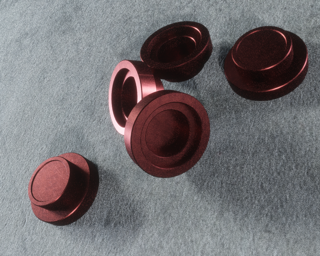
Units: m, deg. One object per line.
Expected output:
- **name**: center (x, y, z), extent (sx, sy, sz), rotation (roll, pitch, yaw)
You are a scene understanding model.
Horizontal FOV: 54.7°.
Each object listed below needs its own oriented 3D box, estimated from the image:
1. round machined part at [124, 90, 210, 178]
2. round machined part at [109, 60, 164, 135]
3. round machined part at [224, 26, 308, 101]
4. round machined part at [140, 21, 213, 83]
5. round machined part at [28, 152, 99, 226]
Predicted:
- **round machined part**: center (0.005, 0.004, 0.356), extent (0.098, 0.098, 0.042), rotation (-50, 29, -7)
- **round machined part**: center (-0.029, -0.039, 0.409), extent (0.098, 0.042, 0.097), rotation (6, 97, 57)
- **round machined part**: center (0.127, -0.085, 0.378), extent (0.098, 0.042, 0.098), rotation (-13, 56, 20)
- **round machined part**: center (0.025, -0.102, 0.435), extent (0.098, 0.042, 0.098), rotation (-12, 50, 14)
- **round machined part**: center (-0.135, 0.077, 0.415), extent (0.098, 0.042, 0.098), rotation (-13, 56, 20)
